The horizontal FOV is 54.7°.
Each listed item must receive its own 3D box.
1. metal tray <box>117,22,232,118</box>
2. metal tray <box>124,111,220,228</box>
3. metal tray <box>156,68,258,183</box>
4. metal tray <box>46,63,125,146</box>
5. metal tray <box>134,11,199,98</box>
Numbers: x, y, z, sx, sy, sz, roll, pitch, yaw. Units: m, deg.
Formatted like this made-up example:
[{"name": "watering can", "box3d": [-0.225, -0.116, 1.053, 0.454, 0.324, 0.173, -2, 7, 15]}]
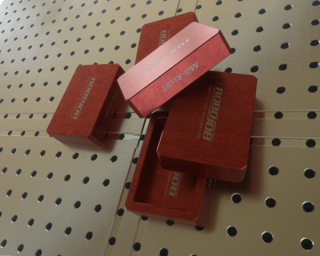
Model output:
[{"name": "metal tray", "box3d": [0.012, -0.076, 0.384, 0.130, 0.030, 0.090, -36, 28, 3]}, {"name": "metal tray", "box3d": [0.020, 0.043, 0.367, 0.090, 0.030, 0.130, 2, 62, 28]}, {"name": "metal tray", "box3d": [0.057, -0.009, 0.351, 0.090, 0.030, 0.130, 9, 55, 13]}, {"name": "metal tray", "box3d": [-0.112, -0.040, 0.486, 0.090, 0.030, 0.130, 4, 64, 29]}, {"name": "metal tray", "box3d": [0.011, -0.109, 0.465, 0.090, 0.030, 0.130, -7, 59, 24]}]
